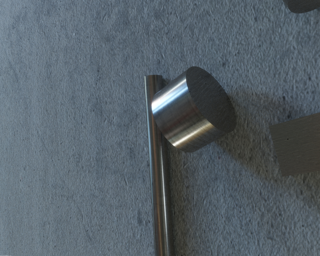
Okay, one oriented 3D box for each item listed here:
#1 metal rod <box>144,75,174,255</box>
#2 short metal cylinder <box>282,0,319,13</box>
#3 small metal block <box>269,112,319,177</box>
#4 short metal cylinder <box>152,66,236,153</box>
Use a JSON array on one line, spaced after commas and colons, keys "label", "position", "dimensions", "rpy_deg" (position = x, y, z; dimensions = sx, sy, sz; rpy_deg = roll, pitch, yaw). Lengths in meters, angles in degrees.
[{"label": "metal rod", "position": [0.001, 0.081, 0.404], "dimensions": [0.025, 0.025, 0.298], "rpy_deg": [-6, 86, 40]}, {"label": "short metal cylinder", "position": [0.132, -0.145, 0.260], "dimensions": [0.080, 0.081, 0.050], "rpy_deg": [-38, 67, 33]}, {"label": "small metal block", "position": [0.138, 0.016, 0.291], "dimensions": [0.050, 0.025, 0.050], "rpy_deg": [-19, 78, 38]}, {"label": "short metal cylinder", "position": [0.038, -0.020, 0.338], "dimensions": [0.050, 0.081, 0.080], "rpy_deg": [-34, 69, 35]}]
